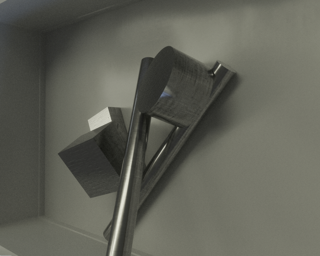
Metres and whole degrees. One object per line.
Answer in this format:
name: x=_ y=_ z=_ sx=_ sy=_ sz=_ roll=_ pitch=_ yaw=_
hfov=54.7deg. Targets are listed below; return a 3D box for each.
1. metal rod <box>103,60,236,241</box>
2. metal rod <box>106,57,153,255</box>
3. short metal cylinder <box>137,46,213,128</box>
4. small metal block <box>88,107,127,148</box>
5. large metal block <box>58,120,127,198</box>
metal rod: x=0.000 y=0.046 z=0.404 sx=0.025 sy=0.025 sz=0.298 roll=47 pitch=118 yaw=29
metal rod: x=-0.031 y=0.046 z=0.354 sx=0.025 sy=0.025 sz=0.299 roll=-15 pitch=57 yaw=39
short metal cylinder: x=0.015 y=-0.046 z=0.354 sx=0.080 sy=0.050 sz=0.080 roll=-46 pitch=32 yaw=41
small metal block: x=-0.079 y=0.001 z=0.469 sx=0.050 sy=0.025 sz=0.050 roll=-28 pitch=73 yaw=36
large metal block: x=-0.081 y=0.045 z=0.433 sx=0.080 sy=0.050 sz=0.080 roll=-22 pitch=106 yaw=37
